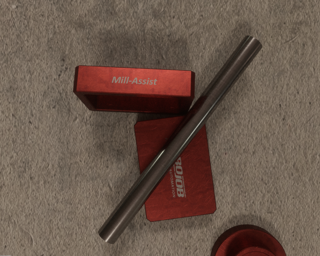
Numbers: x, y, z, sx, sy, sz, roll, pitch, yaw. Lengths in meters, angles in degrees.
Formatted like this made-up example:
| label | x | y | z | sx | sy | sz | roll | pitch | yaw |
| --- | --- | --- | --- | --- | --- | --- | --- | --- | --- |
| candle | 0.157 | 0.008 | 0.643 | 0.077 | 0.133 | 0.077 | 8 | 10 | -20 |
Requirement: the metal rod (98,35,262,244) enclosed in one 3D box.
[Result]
| label | x | y | z | sx | sy | sz | roll | pitch | yaw |
| --- | --- | --- | --- | --- | --- | --- | --- | --- | --- |
| metal rod | 0.025 | 0.014 | 0.380 | 0.025 | 0.025 | 0.299 | 37 | 90 | -1 |

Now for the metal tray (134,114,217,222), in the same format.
| label | x | y | z | sx | sy | sz | roll | pitch | yaw |
| --- | --- | --- | --- | --- | --- | --- | --- | --- | --- |
| metal tray | 0.020 | 0.050 | 0.408 | 0.091 | 0.030 | 0.129 | -8 | 90 | -1 |

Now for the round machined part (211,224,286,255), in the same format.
| label | x | y | z | sx | sy | sz | roll | pitch | yaw |
| --- | --- | --- | --- | --- | --- | --- | --- | --- | --- |
| round machined part | 0.118 | 0.181 | 0.403 | 0.099 | 0.042 | 0.097 | 0 | 90 | -1 |

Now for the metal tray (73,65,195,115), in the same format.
| label | x | y | z | sx | sy | sz | roll | pitch | yaw |
| --- | --- | --- | --- | --- | --- | --- | --- | --- | --- |
| metal tray | -0.028 | -0.042 | 0.375 | 0.131 | 0.090 | 0.030 | 3 | 80 | -1 |
